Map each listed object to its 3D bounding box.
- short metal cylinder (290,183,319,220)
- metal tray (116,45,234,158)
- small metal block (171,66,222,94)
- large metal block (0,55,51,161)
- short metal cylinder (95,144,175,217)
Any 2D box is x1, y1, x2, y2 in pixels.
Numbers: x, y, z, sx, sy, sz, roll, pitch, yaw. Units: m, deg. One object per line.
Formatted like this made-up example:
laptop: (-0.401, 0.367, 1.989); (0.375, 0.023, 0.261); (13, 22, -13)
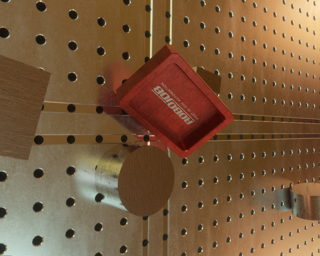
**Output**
short metal cylinder: (0.311, 0.149, 0.635); (0.081, 0.080, 0.050); (-12, 98, -39)
metal tray: (0.021, -0.028, 0.390); (0.090, 0.030, 0.130); (-41, 123, 13)
small metal block: (0.049, -0.063, 0.434); (0.050, 0.050, 0.025); (13, 81, -40)
large metal block: (-0.152, -0.021, 0.266); (0.080, 0.050, 0.080); (18, 79, -39)
short metal cylinder: (-0.029, 0.059, 0.368); (0.081, 0.050, 0.079); (0, 90, -40)
